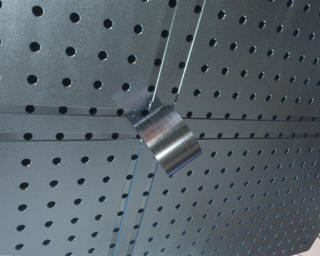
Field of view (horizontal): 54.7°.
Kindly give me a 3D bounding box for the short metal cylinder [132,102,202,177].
[{"bbox_3d":[0.008,0.015,0.390,0.050,0.080,0.080,-35,129,-6],"label":"short metal cylinder"}]
